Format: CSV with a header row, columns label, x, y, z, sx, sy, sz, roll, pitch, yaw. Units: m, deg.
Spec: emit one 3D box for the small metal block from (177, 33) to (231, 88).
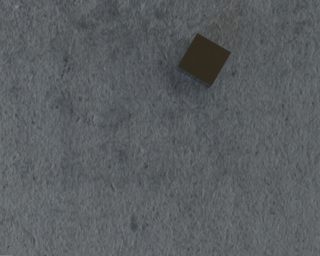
label,x,y,z,sx,sy,sz,roll,pitch,yaw
small metal block,0.057,-0.088,0.410,0.050,0.025,0.050,30,90,0
